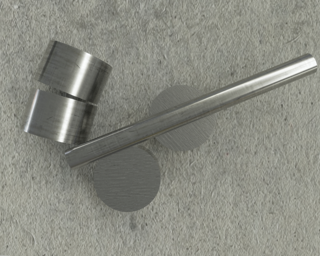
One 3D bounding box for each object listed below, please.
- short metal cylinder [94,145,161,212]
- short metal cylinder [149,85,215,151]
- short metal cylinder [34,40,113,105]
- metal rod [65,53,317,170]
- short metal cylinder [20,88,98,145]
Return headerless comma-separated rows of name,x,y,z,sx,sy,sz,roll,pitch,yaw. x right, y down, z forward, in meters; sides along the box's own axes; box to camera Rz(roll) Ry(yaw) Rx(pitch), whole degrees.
short metal cylinder,-0.039,0.061,0.397,0.081,0.050,0.080,0,90,0
short metal cylinder,0.027,-0.012,0.398,0.081,0.050,0.080,0,90,0
short metal cylinder,-0.106,-0.067,0.382,0.080,0.080,0.050,22,90,0
metal rod,0.036,-0.019,0.360,0.301,0.025,0.025,-22,90,-1
short metal cylinder,-0.123,-0.014,0.381,0.080,0.080,0.050,16,90,0
